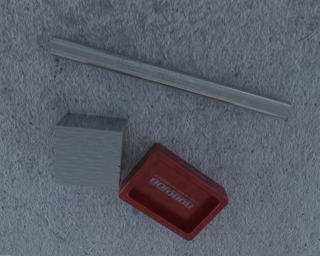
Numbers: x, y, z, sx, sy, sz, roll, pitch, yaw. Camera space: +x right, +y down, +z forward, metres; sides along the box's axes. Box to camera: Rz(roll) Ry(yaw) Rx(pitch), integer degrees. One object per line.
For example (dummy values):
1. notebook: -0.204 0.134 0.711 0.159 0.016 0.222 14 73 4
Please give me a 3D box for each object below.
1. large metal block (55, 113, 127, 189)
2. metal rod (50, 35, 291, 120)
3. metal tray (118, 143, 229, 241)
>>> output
1. large metal block: -0.089 0.029 0.406 0.081 0.050 0.079 6 110 -3
2. metal rod: 0.018 -0.061 0.387 0.302 0.025 0.025 15 109 -6
3. metal tray: 0.019 0.093 0.441 0.130 0.030 0.090 36 106 -13
